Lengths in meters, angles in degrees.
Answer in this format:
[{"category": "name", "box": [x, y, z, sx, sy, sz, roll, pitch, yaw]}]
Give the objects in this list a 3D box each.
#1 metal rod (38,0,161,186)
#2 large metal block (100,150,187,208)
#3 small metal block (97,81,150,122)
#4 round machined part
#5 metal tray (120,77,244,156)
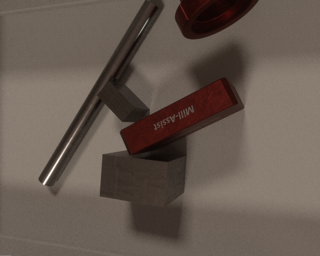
[{"category": "metal rod", "box": [-0.090, -0.041, 0.441, 0.025, 0.025, 0.299, 37, 101, 16]}, {"category": "large metal block", "box": [-0.018, 0.058, 0.387, 0.080, 0.080, 0.050, 5, 92, 19]}, {"category": "small metal block", "box": [-0.048, -0.034, 0.413, 0.050, 0.050, 0.025, 46, 104, 14]}, {"category": "round machined part", "box": [0.061, -0.146, 0.350, 0.098, 0.098, 0.042, -28, 81, 17]}, {"category": "metal tray", "box": [0.029, -0.010, 0.364, 0.130, 0.090, 0.030, -27, 82, 17]}]
